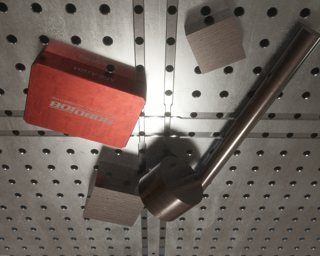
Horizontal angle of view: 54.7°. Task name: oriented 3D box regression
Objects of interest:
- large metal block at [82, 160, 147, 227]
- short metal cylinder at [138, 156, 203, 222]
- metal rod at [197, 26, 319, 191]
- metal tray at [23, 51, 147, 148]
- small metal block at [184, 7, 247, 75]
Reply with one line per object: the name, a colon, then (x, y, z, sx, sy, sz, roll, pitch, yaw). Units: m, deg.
large metal block: (-0.068, 0.104, 0.483, 0.081, 0.050, 0.079, 16, 128, -14)
short metal cylinder: (0.016, 0.088, 0.451, 0.080, 0.080, 0.050, 31, 123, -24)
metal rod: (0.106, 0.004, 0.416, 0.025, 0.025, 0.298, 17, 128, -14)
metal tray: (-0.092, -0.030, 0.382, 0.131, 0.030, 0.089, 16, 128, -14)
small metal block: (0.060, -0.093, 0.334, 0.050, 0.025, 0.050, -19, 128, 15)
